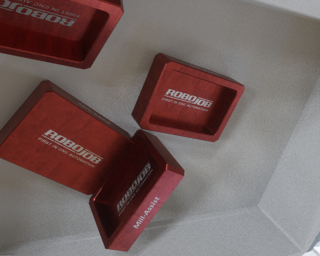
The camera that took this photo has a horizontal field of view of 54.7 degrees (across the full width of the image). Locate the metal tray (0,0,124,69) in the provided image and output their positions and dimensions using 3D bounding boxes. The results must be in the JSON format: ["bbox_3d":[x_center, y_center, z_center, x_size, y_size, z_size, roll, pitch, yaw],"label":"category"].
[{"bbox_3d":[-0.107,-0.097,0.255,0.131,0.030,0.090,6,151,-32],"label":"metal tray"}]

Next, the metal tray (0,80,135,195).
[{"bbox_3d":[-0.104,0.017,0.359,0.090,0.030,0.130,-48,129,6],"label":"metal tray"}]

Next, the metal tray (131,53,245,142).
[{"bbox_3d":[0.039,-0.034,0.404,0.131,0.030,0.089,11,113,-33],"label":"metal tray"}]

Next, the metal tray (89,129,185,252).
[{"bbox_3d":[-0.035,0.077,0.394,0.030,0.090,0.130,27,104,-37],"label":"metal tray"}]
